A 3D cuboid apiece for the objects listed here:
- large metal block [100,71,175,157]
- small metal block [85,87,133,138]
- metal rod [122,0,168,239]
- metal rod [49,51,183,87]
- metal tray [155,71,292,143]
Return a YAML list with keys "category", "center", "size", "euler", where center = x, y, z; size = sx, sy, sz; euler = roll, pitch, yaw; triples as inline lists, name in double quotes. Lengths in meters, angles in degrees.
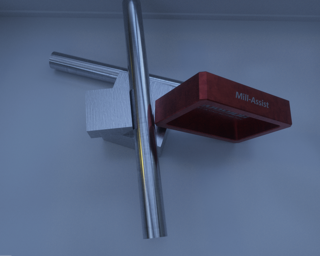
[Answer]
- category: "large metal block"
  center: [-0.025, -0.017, 0.401]
  size: [0.080, 0.050, 0.080]
  euler: [17, 71, 6]
- category: "small metal block"
  center: [-0.058, -0.018, 0.361]
  size: [0.050, 0.025, 0.050]
  euler: [-6, 70, -3]
- category: "metal rod"
  center: [-0.022, -0.028, 0.365]
  size: [0.025, 0.025, 0.299]
  euler: [-6, 70, -3]
- category: "metal rod"
  center: [-0.006, -0.061, 0.431]
  size: [0.302, 0.025, 0.025]
  euler: [14, 71, 4]
- category: "metal tray"
  center: [0.071, -0.017, 0.352]
  size: [0.131, 0.090, 0.030]
  euler: [12, 68, -29]
